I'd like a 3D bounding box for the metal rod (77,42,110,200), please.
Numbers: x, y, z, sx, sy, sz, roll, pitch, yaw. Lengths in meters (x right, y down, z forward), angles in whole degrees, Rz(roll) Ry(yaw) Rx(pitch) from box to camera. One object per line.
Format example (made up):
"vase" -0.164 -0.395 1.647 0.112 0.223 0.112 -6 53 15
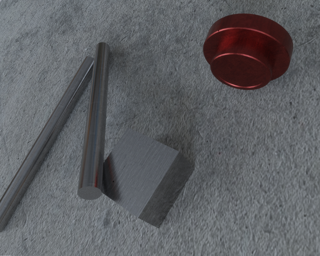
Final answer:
"metal rod" -0.086 -0.035 0.432 0.025 0.025 0.300 -22 42 14

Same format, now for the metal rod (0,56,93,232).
"metal rod" -0.176 0.013 0.485 0.025 0.025 0.300 12 67 33

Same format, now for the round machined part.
"round machined part" 0.096 -0.079 0.355 0.098 0.098 0.042 8 66 31

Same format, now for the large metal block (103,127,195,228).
"large metal block" -0.020 0.056 0.363 0.080 0.050 0.080 24 74 36
